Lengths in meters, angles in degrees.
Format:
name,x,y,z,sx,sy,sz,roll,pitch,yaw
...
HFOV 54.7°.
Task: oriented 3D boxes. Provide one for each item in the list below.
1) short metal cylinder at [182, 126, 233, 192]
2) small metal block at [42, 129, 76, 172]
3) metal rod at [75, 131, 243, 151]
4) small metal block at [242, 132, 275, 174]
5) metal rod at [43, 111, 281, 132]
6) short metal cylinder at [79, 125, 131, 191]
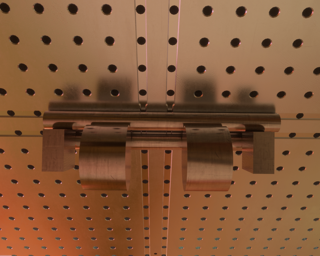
name,x,y,z,sx,sy,sz,roll,pitch,yaw
short metal cylinder,0.055,0.037,0.379,0.050,0.080,0.079,1,130,-1
small metal block,-0.125,0.027,0.387,0.025,0.050,0.050,1,88,0
metal rod,0.000,0.018,0.427,0.302,0.025,0.025,1,130,-1
small metal block,0.123,0.030,0.392,0.025,0.050,0.050,1,89,0
metal rod,0.003,-0.008,0.405,0.302,0.025,0.025,1,130,-1
short metal cylinder,-0.063,0.036,0.377,0.050,0.080,0.079,1,130,-1
